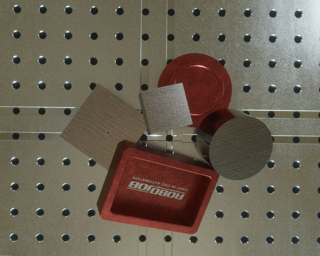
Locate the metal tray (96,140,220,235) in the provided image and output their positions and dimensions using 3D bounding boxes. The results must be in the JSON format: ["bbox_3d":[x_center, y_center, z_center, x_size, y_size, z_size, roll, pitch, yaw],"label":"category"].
[{"bbox_3d":[-0.001,0.076,0.382,0.131,0.030,0.089,17,97,-22],"label":"metal tray"}]

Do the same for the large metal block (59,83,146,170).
[{"bbox_3d":[-0.066,0.001,0.400,0.080,0.050,0.080,36,90,0],"label":"large metal block"}]

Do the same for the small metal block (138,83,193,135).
[{"bbox_3d":[0.006,-0.022,0.367,0.050,0.025,0.050,-13,87,-11],"label":"small metal block"}]

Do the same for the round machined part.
[{"bbox_3d":[0.046,-0.050,0.405,0.099,0.042,0.097,0,90,0],"label":"round machined part"}]

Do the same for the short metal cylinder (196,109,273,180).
[{"bbox_3d":[0.092,0.019,0.390,0.081,0.050,0.079,-3,104,-11],"label":"short metal cylinder"}]
